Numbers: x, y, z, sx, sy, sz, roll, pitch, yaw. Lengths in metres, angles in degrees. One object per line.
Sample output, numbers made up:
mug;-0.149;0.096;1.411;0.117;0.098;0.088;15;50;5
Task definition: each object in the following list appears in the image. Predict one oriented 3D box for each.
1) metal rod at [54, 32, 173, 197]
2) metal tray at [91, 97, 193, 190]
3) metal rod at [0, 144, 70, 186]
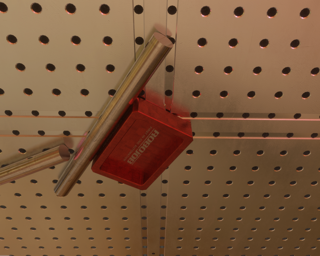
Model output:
metal rod;-0.076;0.002;0.412;0.025;0.025;0.298;26;125;-21
metal tray;-0.027;0.028;0.431;0.090;0.030;0.129;25;125;-21
metal rod;-0.271;0.085;0.479;0.301;0.025;0.025;-20;128;16
